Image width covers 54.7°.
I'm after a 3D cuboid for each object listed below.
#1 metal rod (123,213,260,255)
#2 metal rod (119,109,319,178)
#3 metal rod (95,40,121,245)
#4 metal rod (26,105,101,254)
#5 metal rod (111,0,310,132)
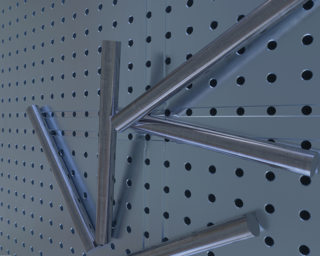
[{"bbox_3d":[-0.005,0.169,0.411,0.299,0.025,0.025,-33,70,34],"label":"metal rod"},{"bbox_3d":[0.030,0.006,0.382,0.300,0.025,0.025,14,99,38],"label":"metal rod"},{"bbox_3d":[-0.076,0.029,0.443,0.025,0.025,0.298,17,109,38],"label":"metal rod"},{"bbox_3d":[-0.178,0.078,0.553,0.025,0.025,0.299,-47,63,30],"label":"metal rod"},{"bbox_3d":[0.053,-0.077,0.346,0.299,0.025,0.025,-33,70,29],"label":"metal rod"}]
